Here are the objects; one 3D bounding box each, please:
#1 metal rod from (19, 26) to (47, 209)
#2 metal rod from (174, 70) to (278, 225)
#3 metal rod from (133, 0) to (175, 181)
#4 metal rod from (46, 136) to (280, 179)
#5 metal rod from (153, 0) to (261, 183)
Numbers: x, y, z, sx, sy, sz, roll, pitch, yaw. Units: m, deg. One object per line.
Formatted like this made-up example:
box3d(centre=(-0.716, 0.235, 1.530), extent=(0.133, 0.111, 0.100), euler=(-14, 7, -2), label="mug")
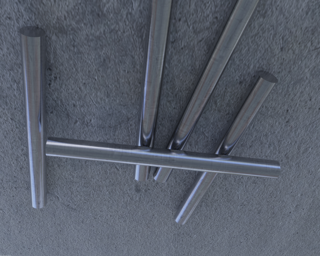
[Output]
box3d(centre=(-0.165, 0.011, 0.414), extent=(0.025, 0.025, 0.298), euler=(10, 130, -8), label="metal rod")
box3d(centre=(0.081, 0.049, 0.449), extent=(0.025, 0.025, 0.298), euler=(13, 129, -11), label="metal rod")
box3d(centre=(-0.011, -0.042, 0.370), extent=(0.025, 0.025, 0.298), euler=(5, 130, -4), label="metal rod")
box3d(centre=(0.009, 0.040, 0.406), extent=(0.302, 0.025, 0.025), euler=(6, 130, -6), label="metal rod")
box3d(centre=(0.047, -0.035, 0.377), extent=(0.025, 0.025, 0.298), euler=(14, 129, -12), label="metal rod")
